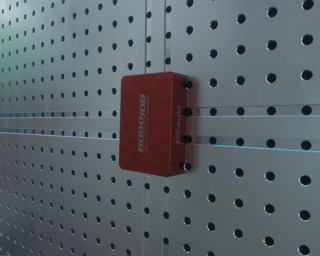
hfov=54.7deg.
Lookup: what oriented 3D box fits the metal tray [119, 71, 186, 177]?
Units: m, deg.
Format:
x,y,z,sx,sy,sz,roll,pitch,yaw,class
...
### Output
x,y,z,sx,sy,sz,roll,pitch,yaw,class
-0.012,-0.006,0.413,0.090,0.030,0.129,3,92,39,metal tray
